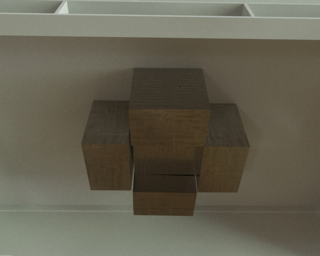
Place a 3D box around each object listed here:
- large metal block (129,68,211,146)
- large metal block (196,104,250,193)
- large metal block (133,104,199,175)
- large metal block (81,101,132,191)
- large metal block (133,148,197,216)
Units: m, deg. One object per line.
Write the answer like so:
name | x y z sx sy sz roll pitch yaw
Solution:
large metal block | 0.009 -0.025 0.349 0.081 0.080 0.050 1 130 -1
large metal block | 0.073 0.025 0.394 0.050 0.080 0.079 1 130 -1
large metal block | 0.008 0.015 0.402 0.081 0.050 0.079 0 130 -1
large metal block | -0.060 0.021 0.389 0.050 0.080 0.079 1 130 -1
large metal block | 0.005 0.074 0.434 0.081 0.080 0.050 1 130 -1
